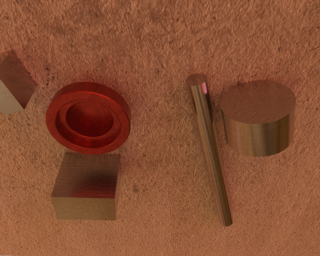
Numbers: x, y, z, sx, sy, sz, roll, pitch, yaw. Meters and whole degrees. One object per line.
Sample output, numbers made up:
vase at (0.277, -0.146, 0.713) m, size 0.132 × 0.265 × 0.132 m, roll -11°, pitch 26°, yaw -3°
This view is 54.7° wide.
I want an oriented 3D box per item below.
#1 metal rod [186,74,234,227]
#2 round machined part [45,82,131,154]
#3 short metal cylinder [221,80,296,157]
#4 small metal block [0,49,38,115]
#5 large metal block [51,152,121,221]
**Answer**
metal rod at (0.080, 0.053, 0.453) m, size 0.025 × 0.025 × 0.299 m, roll -12°, pitch 130°, yaw 9°
round machined part at (-0.085, -0.016, 0.381) m, size 0.099 × 0.042 × 0.097 m, roll -1°, pitch 130°, yaw 0°
short metal cylinder at (0.115, -0.012, 0.362) m, size 0.080 × 0.080 × 0.050 m, roll -10°, pitch 130°, yaw 8°
small metal block at (-0.169, -0.051, 0.345) m, size 0.025 × 0.050 × 0.050 m, roll -15°, pitch 129°, yaw 12°
large metal block at (-0.099, 0.082, 0.439) m, size 0.081 × 0.080 × 0.050 m, roll 2°, pitch 130°, yaw -3°
